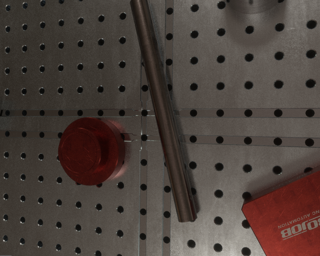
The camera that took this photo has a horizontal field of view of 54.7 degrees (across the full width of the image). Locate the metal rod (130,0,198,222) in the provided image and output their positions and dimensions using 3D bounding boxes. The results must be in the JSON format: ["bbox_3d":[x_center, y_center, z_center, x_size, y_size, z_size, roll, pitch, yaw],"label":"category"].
[{"bbox_3d":[0.004,-0.027,0.410,0.025,0.025,0.298,-14,85,19],"label":"metal rod"}]

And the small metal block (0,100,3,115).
[{"bbox_3d":[-0.295,-0.028,0.514,0.050,0.025,0.050,17,96,18],"label":"small metal block"}]

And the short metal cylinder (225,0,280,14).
[{"bbox_3d":[0.109,-0.181,0.361,0.080,0.050,0.079,0,90,19],"label":"short metal cylinder"}]

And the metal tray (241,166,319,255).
[{"bbox_3d":[0.172,0.100,0.350,0.130,0.030,0.090,-30,81,17],"label":"metal tray"}]

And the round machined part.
[{"bbox_3d":[-0.103,0.033,0.439,0.098,0.042,0.097,0,90,19],"label":"round machined part"}]
